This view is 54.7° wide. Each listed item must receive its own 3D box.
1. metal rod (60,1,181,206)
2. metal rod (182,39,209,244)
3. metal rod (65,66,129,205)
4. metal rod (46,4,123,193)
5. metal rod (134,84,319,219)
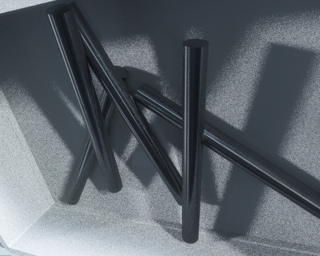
[{"bbox_3d":[-0.033,-0.013,0.394,0.025,0.025,0.299,-14,119,34],"label":"metal rod"},{"bbox_3d":[0.040,0.041,0.381,0.025,0.025,0.298,13,128,21],"label":"metal rod"},{"bbox_3d":[-0.107,0.031,0.484,0.025,0.025,0.298,34,129,6],"label":"metal rod"},{"bbox_3d":[-0.086,-0.009,0.403,0.025,0.025,0.298,15,138,20],"label":"metal rod"},{"bbox_3d":[0.099,0.035,0.377,0.301,0.025,0.025,33,129,6],"label":"metal rod"}]
